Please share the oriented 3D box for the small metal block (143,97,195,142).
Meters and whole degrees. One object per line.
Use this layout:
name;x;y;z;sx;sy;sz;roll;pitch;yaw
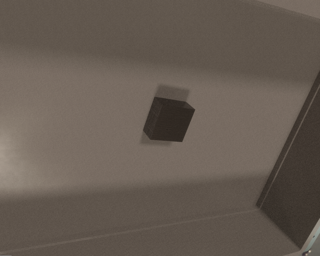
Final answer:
small metal block;0.012;-0.011;0.410;0.050;0.025;0.050;6;116;-32
